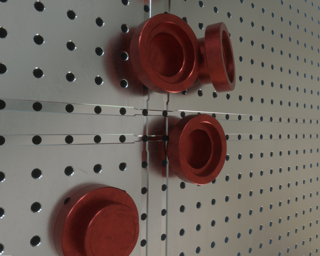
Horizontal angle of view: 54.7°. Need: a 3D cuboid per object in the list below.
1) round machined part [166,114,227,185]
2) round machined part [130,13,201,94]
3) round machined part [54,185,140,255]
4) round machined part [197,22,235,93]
[{"bbox_3d":[0.048,0.029,0.440,0.099,0.042,0.097,0,90,-40],"label":"round machined part"},{"bbox_3d":[0.003,-0.093,0.400,0.099,0.042,0.097,0,90,-37],"label":"round machined part"},{"bbox_3d":[-0.063,0.115,0.347,0.099,0.042,0.097,0,90,-40],"label":"round machined part"},{"bbox_3d":[0.078,-0.100,0.450,0.098,0.042,0.097,-7,90,-66],"label":"round machined part"}]
